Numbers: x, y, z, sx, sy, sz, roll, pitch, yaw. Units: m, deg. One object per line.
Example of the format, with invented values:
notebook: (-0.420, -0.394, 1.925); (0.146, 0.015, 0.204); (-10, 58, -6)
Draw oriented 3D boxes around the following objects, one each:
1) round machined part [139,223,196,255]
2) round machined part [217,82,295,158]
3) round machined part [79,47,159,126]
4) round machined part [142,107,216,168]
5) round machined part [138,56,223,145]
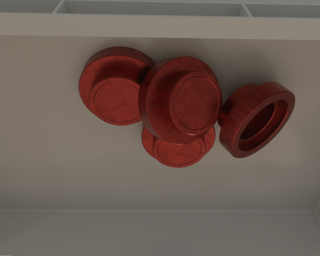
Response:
round machined part: (0.014, 0.199, 0.547); (0.099, 0.098, 0.042); (5, 89, -5)
round machined part: (0.108, -0.014, 0.369); (0.099, 0.042, 0.097); (-25, 141, -22)
round machined part: (-0.045, -0.041, 0.362); (0.099, 0.042, 0.097); (-1, 130, 0)
round machined part: (0.025, 0.015, 0.411); (0.099, 0.042, 0.097); (-1, 130, 0)
round machined part: (0.029, -0.029, 0.340); (0.099, 0.042, 0.097); (-6, 102, -29)
